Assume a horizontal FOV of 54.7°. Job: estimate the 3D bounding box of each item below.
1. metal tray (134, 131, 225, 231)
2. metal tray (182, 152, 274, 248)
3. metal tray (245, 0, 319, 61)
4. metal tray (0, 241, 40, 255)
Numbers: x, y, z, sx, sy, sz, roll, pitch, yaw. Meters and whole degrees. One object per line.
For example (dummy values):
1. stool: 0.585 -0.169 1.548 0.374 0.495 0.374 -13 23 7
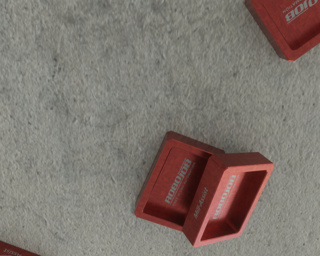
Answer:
1. metal tray: 0.028 0.079 0.436 0.091 0.030 0.129 21 109 -8
2. metal tray: 0.090 0.096 0.417 0.091 0.030 0.129 1 118 -32
3. metal tray: 0.177 -0.151 0.353 0.130 0.030 0.090 -37 107 12
4. metal tray: -0.237 0.234 0.489 0.131 0.030 0.089 26 108 -10
